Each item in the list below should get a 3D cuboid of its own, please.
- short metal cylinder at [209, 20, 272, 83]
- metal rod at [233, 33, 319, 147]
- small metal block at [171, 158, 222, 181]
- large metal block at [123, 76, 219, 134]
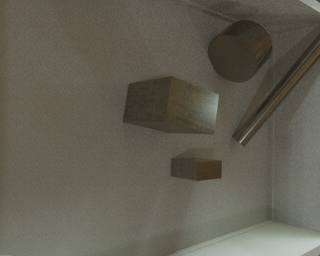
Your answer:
[{"bbox_3d":[0.123,-0.117,0.477,0.050,0.080,0.080,-46,118,-30],"label":"short metal cylinder"},{"bbox_3d":[0.227,-0.092,0.511,0.025,0.025,0.299,36,96,-35],"label":"metal rod"},{"bbox_3d":[0.051,0.057,0.436,0.050,0.050,0.025,2,89,-40],"label":"small metal block"},{"bbox_3d":[0.013,-0.024,0.384,0.081,0.080,0.050,14,81,-40],"label":"large metal block"}]
